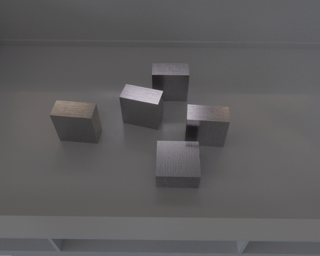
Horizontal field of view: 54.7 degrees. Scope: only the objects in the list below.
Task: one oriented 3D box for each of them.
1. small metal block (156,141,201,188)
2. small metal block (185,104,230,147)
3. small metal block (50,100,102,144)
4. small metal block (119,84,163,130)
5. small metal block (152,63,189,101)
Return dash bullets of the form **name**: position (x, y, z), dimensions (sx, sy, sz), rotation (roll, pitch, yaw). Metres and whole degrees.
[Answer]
- **small metal block**: position (0.021, 0.043, 0.369), dimensions (0.050, 0.025, 0.050), rotation (1, 50, 1)
- **small metal block**: position (0.058, -0.002, 0.391), dimensions (0.050, 0.050, 0.025), rotation (4, 50, 3)
- **small metal block**: position (-0.105, -0.007, 0.394), dimensions (0.050, 0.050, 0.025), rotation (5, 50, 4)
- **small metal block**: position (-0.023, -0.027, 0.411), dimensions (0.050, 0.050, 0.025), rotation (12, 51, 10)
- **small metal block**: position (0.015, -0.065, 0.443), dimensions (0.050, 0.050, 0.025), rotation (1, 50, 0)
